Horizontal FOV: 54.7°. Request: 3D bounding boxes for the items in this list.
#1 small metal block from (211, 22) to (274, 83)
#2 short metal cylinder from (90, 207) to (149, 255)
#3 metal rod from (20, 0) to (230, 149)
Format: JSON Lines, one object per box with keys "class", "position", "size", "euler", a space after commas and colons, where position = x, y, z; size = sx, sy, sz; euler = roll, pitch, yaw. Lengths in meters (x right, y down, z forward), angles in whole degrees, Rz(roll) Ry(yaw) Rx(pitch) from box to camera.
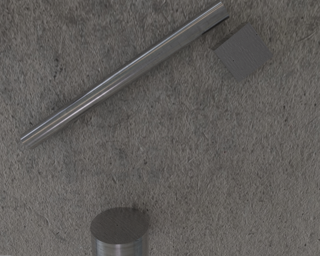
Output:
{"class": "small metal block", "position": [0.099, -0.092, 0.377], "size": [0.050, 0.025, 0.050], "euler": [-39, 106, 13]}
{"class": "short metal cylinder", "position": [-0.056, 0.157, 0.438], "size": [0.081, 0.080, 0.050], "euler": [1, 110, -1]}
{"class": "metal rod", "position": [-0.051, -0.060, 0.387], "size": [0.300, 0.025, 0.025], "euler": [-32, 107, 11]}
